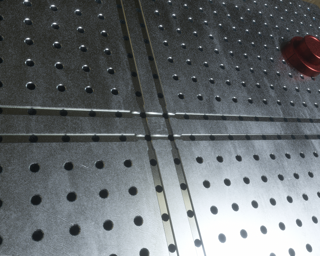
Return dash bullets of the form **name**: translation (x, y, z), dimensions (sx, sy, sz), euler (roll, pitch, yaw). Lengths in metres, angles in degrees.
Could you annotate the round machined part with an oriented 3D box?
- **round machined part**: translation (0.323, -0.162, 0.669), dimensions (0.099, 0.042, 0.098), euler (13, 56, -21)
